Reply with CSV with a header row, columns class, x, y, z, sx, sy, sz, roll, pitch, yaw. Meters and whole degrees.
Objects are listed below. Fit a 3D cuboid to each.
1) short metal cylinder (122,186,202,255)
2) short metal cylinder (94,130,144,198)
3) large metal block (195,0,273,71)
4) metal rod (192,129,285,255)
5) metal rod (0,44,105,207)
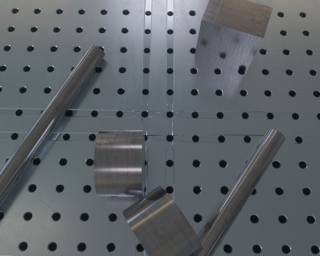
class,x,y,z,sx,sy,sz,roll,pitch,yaw
short metal cylinder,0.002,0.111,0.342,0.050,0.080,0.080,-34,74,-11
short metal cylinder,-0.045,0.042,0.367,0.050,0.080,0.080,0,70,0
large metal block,0.099,-0.132,0.431,0.080,0.080,0.050,19,71,7
metal rod,0.065,0.123,0.367,0.025,0.025,0.300,35,73,11
metal rod,-0.161,0.011,0.406,0.025,0.025,0.300,27,72,9
